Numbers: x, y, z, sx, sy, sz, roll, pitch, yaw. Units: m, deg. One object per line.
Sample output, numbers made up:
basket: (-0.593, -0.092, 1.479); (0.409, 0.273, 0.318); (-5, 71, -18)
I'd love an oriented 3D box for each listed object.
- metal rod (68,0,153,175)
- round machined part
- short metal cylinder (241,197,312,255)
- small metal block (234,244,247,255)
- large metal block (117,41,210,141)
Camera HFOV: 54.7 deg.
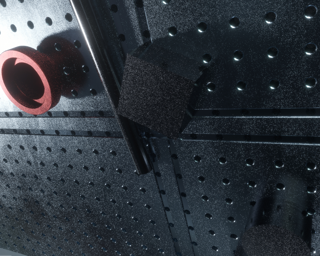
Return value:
metal rod: (-0.066, -0.069, 0.401); (0.025, 0.025, 0.298); (-5, 116, 30)
round machined part: (-0.183, -0.072, 0.450); (0.098, 0.042, 0.097); (13, 124, 20)
short metal cylinder: (0.151, 0.137, 0.400); (0.080, 0.050, 0.079); (13, 124, 20)
small metal block: (0.135, 0.212, 0.470); (0.050, 0.025, 0.050); (16, 125, 18)
large metal block: (0.002, -0.044, 0.365); (0.080, 0.050, 0.079); (25, 127, 12)
